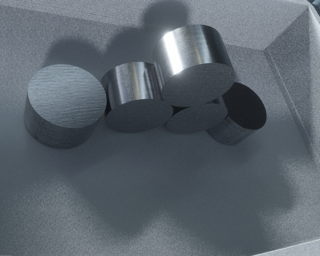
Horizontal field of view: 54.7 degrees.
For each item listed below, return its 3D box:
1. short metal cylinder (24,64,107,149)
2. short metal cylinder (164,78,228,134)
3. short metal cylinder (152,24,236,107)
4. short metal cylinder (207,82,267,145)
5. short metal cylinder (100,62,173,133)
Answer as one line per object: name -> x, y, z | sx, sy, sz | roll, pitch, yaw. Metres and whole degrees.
short metal cylinder -> -0.106, -0.023, 0.345 | 0.081, 0.050, 0.080 | 14, 56, -21
short metal cylinder -> 0.043, -0.032, 0.411 | 0.081, 0.080, 0.050 | 2, 61, -28
short metal cylinder -> 0.036, -0.065, 0.339 | 0.081, 0.080, 0.050 | 2, 61, -28
short metal cylinder -> 0.109, -0.021, 0.458 | 0.081, 0.050, 0.080 | 14, 56, -21
short metal cylinder -> -0.029, -0.034, 0.373 | 0.081, 0.080, 0.050 | 2, 61, -28
